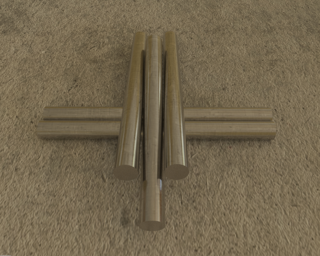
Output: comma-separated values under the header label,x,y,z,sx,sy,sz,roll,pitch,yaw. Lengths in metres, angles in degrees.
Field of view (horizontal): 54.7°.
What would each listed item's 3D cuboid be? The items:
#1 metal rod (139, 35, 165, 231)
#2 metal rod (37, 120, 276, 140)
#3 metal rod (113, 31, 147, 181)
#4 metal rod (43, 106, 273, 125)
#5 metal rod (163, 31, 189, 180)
label,x,y,z,sx,sy,sz,roll,pitch,yaw
metal rod,-0.008,-0.022,0.389,0.025,0.025,0.300,0,50,-1
metal rod,-0.004,0.003,0.403,0.302,0.025,0.025,0,50,-1
metal rod,-0.034,-0.055,0.423,0.025,0.025,0.300,0,42,0
metal rod,-0.002,-0.016,0.419,0.302,0.025,0.025,0,50,-1
metal rod,0.017,-0.056,0.424,0.025,0.025,0.300,0,42,0
